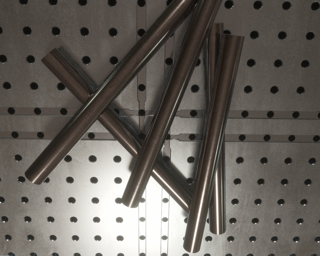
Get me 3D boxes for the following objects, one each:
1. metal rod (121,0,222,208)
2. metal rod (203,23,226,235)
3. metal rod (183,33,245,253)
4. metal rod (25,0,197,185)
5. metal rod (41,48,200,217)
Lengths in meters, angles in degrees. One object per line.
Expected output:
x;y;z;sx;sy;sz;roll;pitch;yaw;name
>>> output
0.012;-0.032;0.377;0.025;0.025;0.298;19;107;-8;metal rod
0.075;0.015;0.419;0.025;0.025;0.298;-5;110;1;metal rod
0.064;0.034;0.399;0.025;0.025;0.298;6;110;-3;metal rod
-0.058;-0.048;0.372;0.025;0.025;0.299;41;96;-14;metal rod
-0.040;0.018;0.419;0.025;0.025;0.300;-38;106;12;metal rod
